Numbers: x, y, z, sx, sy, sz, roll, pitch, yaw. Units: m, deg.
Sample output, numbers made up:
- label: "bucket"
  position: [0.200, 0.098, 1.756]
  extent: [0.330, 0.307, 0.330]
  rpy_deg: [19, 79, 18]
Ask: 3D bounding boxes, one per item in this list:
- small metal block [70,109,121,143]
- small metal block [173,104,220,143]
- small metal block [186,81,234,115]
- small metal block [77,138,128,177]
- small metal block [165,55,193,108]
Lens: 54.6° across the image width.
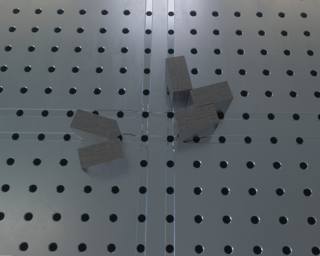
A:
- label: "small metal block"
  position: [-0.081, 0.003, 0.397]
  extent: [0.050, 0.050, 0.025]
  rpy_deg: [16, 71, 6]
- label: "small metal block"
  position: [0.045, -0.005, 0.401]
  extent: [0.050, 0.050, 0.025]
  rpy_deg: [-13, 71, -5]
- label: "small metal block"
  position: [0.064, -0.034, 0.411]
  extent: [0.050, 0.050, 0.025]
  rpy_deg: [-15, 71, -5]
- label: "small metal block"
  position: [-0.069, 0.038, 0.384]
  extent: [0.050, 0.050, 0.025]
  rpy_deg: [-15, 71, -5]
- label: "small metal block"
  position: [0.024, -0.062, 0.421]
  extent: [0.025, 0.050, 0.050]
  rpy_deg: [-10, 70, -4]
